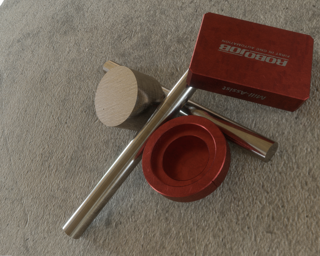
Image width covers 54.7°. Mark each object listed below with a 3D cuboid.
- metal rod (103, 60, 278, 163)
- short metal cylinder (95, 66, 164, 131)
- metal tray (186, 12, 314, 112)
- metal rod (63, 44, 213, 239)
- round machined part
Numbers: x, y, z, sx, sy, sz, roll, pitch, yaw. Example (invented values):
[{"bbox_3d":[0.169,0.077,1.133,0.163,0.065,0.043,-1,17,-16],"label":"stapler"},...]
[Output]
[{"bbox_3d":[0.017,-0.037,0.420,0.300,0.025,0.025,32,80,38],"label":"metal rod"},{"bbox_3d":[-0.042,-0.038,0.418,0.080,0.050,0.080,-8,77,39],"label":"short metal cylinder"},{"bbox_3d":[0.104,-0.078,0.359,0.131,0.030,0.090,15,66,4],"label":"metal tray"},{"bbox_3d":[-0.017,0.012,0.385,0.300,0.025,0.025,-52,52,0],"label":"metal rod"},{"bbox_3d":[0.033,0.037,0.354,0.098,0.042,0.098,-13,56,21],"label":"round machined part"}]
